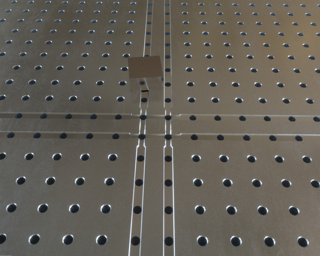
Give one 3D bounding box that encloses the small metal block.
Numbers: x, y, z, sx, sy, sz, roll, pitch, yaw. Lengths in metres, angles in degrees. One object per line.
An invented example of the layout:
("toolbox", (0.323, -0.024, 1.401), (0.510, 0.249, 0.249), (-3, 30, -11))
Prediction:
("small metal block", (-0.023, -0.085, 0.479), (0.050, 0.025, 0.050), (-5, 50, -5))
